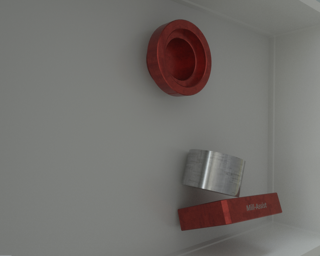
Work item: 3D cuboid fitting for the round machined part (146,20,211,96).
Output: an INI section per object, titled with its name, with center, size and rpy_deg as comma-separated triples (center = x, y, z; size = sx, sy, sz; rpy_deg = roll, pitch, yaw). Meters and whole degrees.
[round machined part]
center = 0.021, -0.090, 0.415
size = 0.099, 0.042, 0.097
rpy_deg = 0, 90, -40

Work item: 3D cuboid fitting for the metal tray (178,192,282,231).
[metal tray]
center = 0.102, 0.121, 0.449
size = 0.131, 0.090, 0.030
rpy_deg = 5, 68, -40

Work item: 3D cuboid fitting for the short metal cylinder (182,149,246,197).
[short metal cylinder]
center = 0.075, 0.064, 0.437
size = 0.080, 0.080, 0.050
rpy_deg = 22, 76, -38
